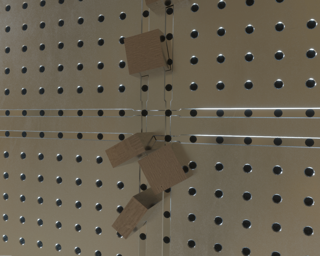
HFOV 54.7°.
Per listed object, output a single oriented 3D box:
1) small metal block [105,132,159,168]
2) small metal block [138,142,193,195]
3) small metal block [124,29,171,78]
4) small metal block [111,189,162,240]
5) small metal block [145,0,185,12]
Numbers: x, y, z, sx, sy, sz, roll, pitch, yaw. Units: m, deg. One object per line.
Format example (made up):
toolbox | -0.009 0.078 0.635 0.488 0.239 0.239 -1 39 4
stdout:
small metal block | -0.036 0.028 0.411 0.050 0.050 0.025 -29 81 17
small metal block | 0.007 0.053 0.409 0.050 0.025 0.050 -31 80 17
small metal block | -0.017 -0.100 0.418 0.050 0.025 0.050 -10 87 19
small metal block | -0.030 0.112 0.409 0.025 0.050 0.050 38 102 16
small metal block | 0.004 -0.190 0.410 0.050 0.025 0.050 -13 86 19
